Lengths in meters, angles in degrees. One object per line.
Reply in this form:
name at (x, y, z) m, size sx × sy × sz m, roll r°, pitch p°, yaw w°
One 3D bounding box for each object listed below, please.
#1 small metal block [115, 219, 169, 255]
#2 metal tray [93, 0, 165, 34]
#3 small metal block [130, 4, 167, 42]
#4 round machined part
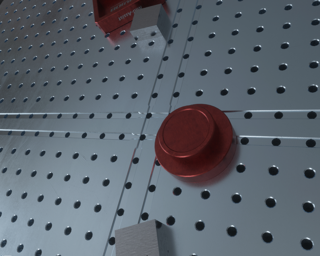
small metal block at (-0.020, 0.133, 0.336) m, size 0.050 × 0.025 × 0.050 m, roll -20°, pitch 54°, yaw 16°
metal tray at (-0.062, -0.242, 0.583) m, size 0.130 × 0.030 × 0.090 m, roll -23°, pitch 53°, yaw 13°
small metal block at (-0.019, -0.179, 0.526) m, size 0.050 × 0.025 × 0.050 m, roll -4°, pitch 60°, yaw 25°
round machined part at (0.038, 0.012, 0.370) m, size 0.098 × 0.042 × 0.098 m, roll -13°, pitch 56°, yaw 20°
